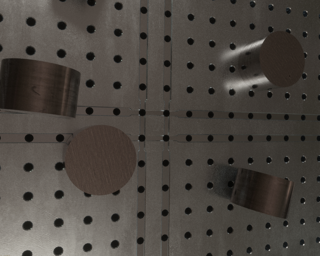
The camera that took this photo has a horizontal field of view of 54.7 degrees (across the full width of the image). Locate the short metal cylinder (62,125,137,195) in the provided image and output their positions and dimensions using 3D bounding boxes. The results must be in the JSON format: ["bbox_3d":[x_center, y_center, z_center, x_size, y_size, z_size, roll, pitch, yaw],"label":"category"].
[{"bbox_3d":[-0.074,0.036,0.373,0.081,0.050,0.079,0,90,-20],"label":"short metal cylinder"}]

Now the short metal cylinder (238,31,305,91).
[{"bbox_3d":[0.166,-0.098,0.462,0.081,0.050,0.079,0,90,-20],"label":"short metal cylinder"}]

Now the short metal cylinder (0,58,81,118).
[{"bbox_3d":[-0.130,-0.040,0.336,0.081,0.080,0.050,7,88,-20],"label":"short metal cylinder"}]

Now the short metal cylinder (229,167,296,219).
[{"bbox_3d":[0.144,0.091,0.439,0.081,0.080,0.050,18,84,-20],"label":"short metal cylinder"}]
